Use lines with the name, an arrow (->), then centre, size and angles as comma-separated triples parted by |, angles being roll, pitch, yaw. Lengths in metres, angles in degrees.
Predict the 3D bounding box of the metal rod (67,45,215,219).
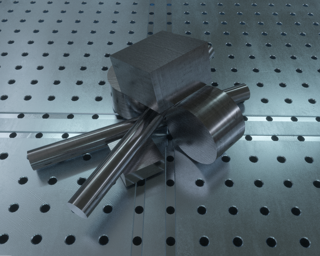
metal rod -> -0.005, -0.018, 0.386 | 0.025, 0.025, 0.301 | 24, 54, 19

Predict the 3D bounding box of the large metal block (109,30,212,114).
large metal block -> 0.001, -0.070, 0.363 | 0.080, 0.050, 0.080 | -33, 40, -24

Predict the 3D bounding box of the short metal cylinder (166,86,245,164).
short metal cylinder -> 0.053, -0.004, 0.371 | 0.050, 0.080, 0.080 | -36, 59, -25

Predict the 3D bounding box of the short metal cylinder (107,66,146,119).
short metal cylinder -> -0.030, -0.057, 0.434 | 0.081, 0.050, 0.080 | 0, 50, 0

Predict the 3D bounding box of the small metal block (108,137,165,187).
small metal block -> -0.029, 0.035, 0.373 | 0.050, 0.025, 0.050 | -22, 54, -18

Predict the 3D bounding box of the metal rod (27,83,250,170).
metal rod -> -0.015, -0.007, 0.408 | 0.302, 0.025, 0.025 | -18, 53, -15
